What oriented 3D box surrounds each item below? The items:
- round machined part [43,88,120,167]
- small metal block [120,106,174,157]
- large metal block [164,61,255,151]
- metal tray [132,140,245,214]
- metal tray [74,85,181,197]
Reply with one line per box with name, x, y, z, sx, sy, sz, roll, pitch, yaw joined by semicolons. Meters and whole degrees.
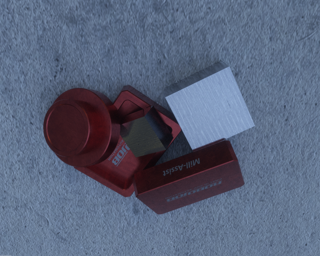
round machined part;-0.102;0.000;0.378;0.098;0.042;0.097;1;91;24
small metal block;-0.020;0.006;0.388;0.050;0.025;0.050;-17;114;36
large metal block;0.060;-0.028;0.388;0.080;0.050;0.080;-25;108;9
metal tray;0.040;0.069;0.410;0.130;0.030;0.090;-21;145;8
metal tray;-0.044;0.020;0.414;0.090;0.030;0.129;33;107;-12
